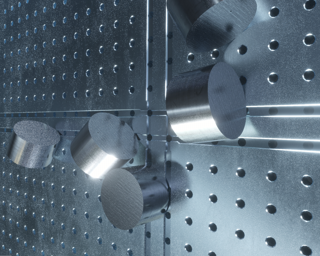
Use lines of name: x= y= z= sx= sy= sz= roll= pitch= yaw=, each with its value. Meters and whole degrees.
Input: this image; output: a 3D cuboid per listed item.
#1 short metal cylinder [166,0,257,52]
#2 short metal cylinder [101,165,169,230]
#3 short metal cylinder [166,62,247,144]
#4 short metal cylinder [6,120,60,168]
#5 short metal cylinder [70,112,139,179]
short metal cylinder: x=0.054 y=-0.126 z=0.329 sx=0.080 sy=0.081 sz=0.050 roll=-38 pitch=67 yaw=33
short metal cylinder: x=-0.035 y=0.092 z=0.422 sx=0.080 sy=0.050 sz=0.079 roll=0 pitch=90 yaw=40
short metal cylinder: x=0.051 y=-0.025 z=0.331 sx=0.050 sy=0.081 sz=0.080 roll=-9 pitch=84 yaw=40
short metal cylinder: x=-0.230 y=0.029 z=0.564 sx=0.080 sy=0.081 sz=0.050 roll=41 pitch=115 yaw=32
short metal cylinder: x=-0.077 y=0.025 z=0.438 sx=0.050 sy=0.081 sz=0.080 roll=-45 pitch=63 yaw=31
